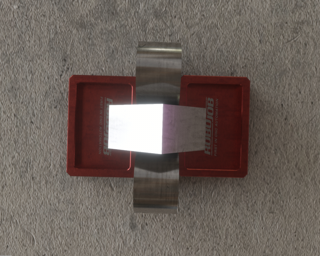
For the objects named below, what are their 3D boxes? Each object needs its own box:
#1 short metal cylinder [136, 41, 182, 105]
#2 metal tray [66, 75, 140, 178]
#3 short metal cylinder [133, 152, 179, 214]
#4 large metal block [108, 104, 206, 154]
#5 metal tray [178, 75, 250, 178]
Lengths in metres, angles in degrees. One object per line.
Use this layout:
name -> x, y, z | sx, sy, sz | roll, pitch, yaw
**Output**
short metal cylinder -> -0.001, -0.065, 0.383 | 0.050, 0.080, 0.079 | 2, 90, 0
metal tray -> -0.072, -0.002, 0.408 | 0.091, 0.030, 0.129 | 2, 90, 0
short metal cylinder -> -0.004, 0.065, 0.383 | 0.050, 0.080, 0.079 | 2, 90, 0
large metal block -> -0.002, 0.000, 0.363 | 0.080, 0.081, 0.050 | 2, 91, 40
metal tray -> 0.068, -0.002, 0.409 | 0.091, 0.030, 0.129 | 2, 90, 0
